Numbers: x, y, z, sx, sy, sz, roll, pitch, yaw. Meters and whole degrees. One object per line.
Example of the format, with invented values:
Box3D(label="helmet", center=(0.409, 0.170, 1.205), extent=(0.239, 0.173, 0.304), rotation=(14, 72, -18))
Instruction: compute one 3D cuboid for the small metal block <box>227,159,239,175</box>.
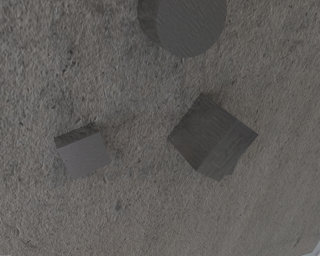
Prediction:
Box3D(label="small metal block", center=(0.096, 0.048, 0.489), extent=(0.050, 0.025, 0.050), rotation=(1, 118, -29))

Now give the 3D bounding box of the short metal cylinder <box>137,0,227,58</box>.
Box3D(label="short metal cylinder", center=(0.022, -0.121, 0.328), extent=(0.081, 0.050, 0.079), rotation=(-14, 124, -21))

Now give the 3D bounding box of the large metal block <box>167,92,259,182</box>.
Box3D(label="large metal block", center=(0.068, 0.011, 0.415), extent=(0.050, 0.080, 0.080), rotation=(29, 102, -38))

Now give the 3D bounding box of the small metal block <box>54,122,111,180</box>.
Box3D(label="small metal block", center=(-0.092, 0.028, 0.373), extent=(0.050, 0.025, 0.050), rotation=(-23, 127, -15))
